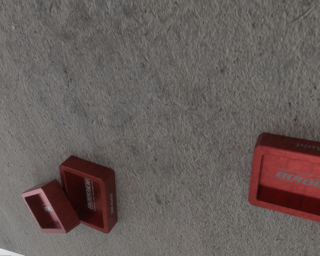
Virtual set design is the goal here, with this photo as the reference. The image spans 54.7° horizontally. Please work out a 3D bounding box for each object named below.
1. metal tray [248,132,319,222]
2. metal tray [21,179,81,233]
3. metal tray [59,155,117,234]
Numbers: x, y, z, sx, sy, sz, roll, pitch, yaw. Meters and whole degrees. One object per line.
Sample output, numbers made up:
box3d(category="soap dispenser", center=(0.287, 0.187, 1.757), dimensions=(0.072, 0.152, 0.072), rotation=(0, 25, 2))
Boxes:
box3d(category="metal tray", center=(0.172, 0.061, 0.350), dimensions=(0.130, 0.030, 0.089), rotation=(11, 123, 22))
box3d(category="metal tray", center=(-0.206, 0.148, 0.575), dimensions=(0.130, 0.030, 0.090), rotation=(-22, 97, 49))
box3d(category="metal tray", center=(-0.123, 0.118, 0.541), dimensions=(0.090, 0.030, 0.129), rotation=(15, 125, 19))
